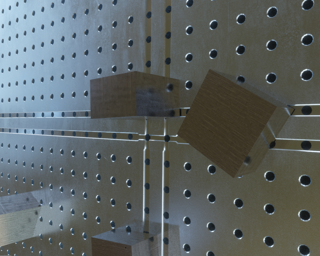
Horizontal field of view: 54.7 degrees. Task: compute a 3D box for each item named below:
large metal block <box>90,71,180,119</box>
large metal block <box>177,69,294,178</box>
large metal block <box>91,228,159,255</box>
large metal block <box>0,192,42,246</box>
[{"bbox_3d":[-0.032,-0.037,0.398,0.080,0.081,0.050,-2,89,39],"label":"large metal block"},{"bbox_3d":[0.077,-0.006,0.328,0.080,0.050,0.079,38,113,33],"label":"large metal block"},{"bbox_3d":[-0.048,0.190,0.430,0.080,0.050,0.080,-7,86,39],"label":"large metal block"},{"bbox_3d":[-0.293,0.180,0.611,0.050,0.081,0.079,34,111,34],"label":"large metal block"}]
